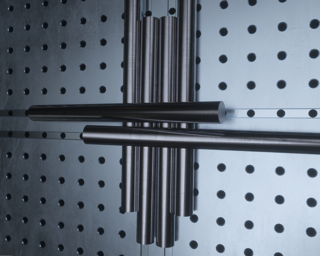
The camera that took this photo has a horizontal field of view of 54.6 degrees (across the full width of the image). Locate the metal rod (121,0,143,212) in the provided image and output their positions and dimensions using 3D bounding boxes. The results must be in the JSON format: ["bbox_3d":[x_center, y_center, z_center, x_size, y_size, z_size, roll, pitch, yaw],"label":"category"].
[{"bbox_3d":[-0.038,-0.037,0.426,0.025,0.025,0.298,1,90,20],"label":"metal rod"}]

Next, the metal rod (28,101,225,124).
[{"bbox_3d":[-0.064,-0.020,0.411,0.300,0.025,0.025,1,91,29],"label":"metal rod"}]

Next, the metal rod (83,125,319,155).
[{"bbox_3d":[0.053,0.013,0.372,0.301,0.025,0.025,2,91,11],"label":"metal rod"}]

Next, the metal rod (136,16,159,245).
[{"bbox_3d":[-0.016,0.004,0.417,0.025,0.025,0.298,1,90,20],"label":"metal rod"}]

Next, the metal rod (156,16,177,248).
[{"bbox_3d":[0.009,0.005,0.411,0.025,0.025,0.298,1,90,20],"label":"metal rod"}]

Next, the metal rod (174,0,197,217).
[{"bbox_3d":[0.033,-0.038,0.400,0.025,0.025,0.298,1,90,20],"label":"metal rod"}]
